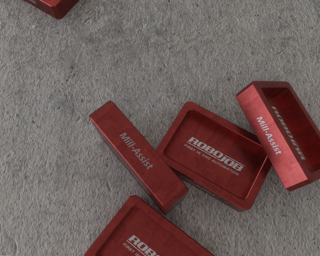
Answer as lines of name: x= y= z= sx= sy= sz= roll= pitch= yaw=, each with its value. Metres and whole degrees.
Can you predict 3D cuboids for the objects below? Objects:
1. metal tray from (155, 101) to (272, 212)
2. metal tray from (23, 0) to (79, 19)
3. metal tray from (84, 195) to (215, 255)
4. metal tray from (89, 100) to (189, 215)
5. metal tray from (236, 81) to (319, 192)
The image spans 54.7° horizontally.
metal tray: x=0.069 y=0.034 z=0.393 sx=0.130 sy=0.030 sz=0.090 roll=29 pitch=72 yaw=10
metal tray: x=-0.185 y=-0.239 z=0.491 sx=0.130 sy=0.030 sz=0.090 roll=31 pitch=73 yaw=10
metal tray: x=-0.007 y=0.150 z=0.350 sx=0.130 sy=0.030 sz=0.090 roll=35 pitch=74 yaw=12
metal tray: x=-0.024 y=0.038 z=0.359 sx=0.030 sy=0.090 sz=0.130 roll=-39 pitch=75 yaw=-12
metal tray: x=0.157 y=0.004 z=0.379 sx=0.091 sy=0.030 sz=0.130 roll=-7 pitch=65 yaw=-41
